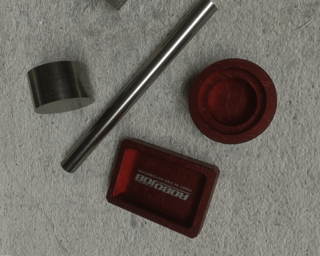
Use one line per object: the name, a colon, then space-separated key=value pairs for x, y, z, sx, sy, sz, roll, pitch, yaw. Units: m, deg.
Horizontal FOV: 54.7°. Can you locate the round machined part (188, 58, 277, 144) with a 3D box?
round machined part: x=0.087 y=-0.030 z=0.369 sx=0.098 sy=0.042 sz=0.097 roll=0 pitch=90 yaw=19

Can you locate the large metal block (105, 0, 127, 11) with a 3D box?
large metal block: x=-0.066 y=-0.223 z=0.418 sx=0.080 sy=0.050 sz=0.080 roll=-46 pitch=76 yaw=14

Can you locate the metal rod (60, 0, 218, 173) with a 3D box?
metal rod: x=-0.036 y=-0.049 z=0.420 sx=0.025 sy=0.025 sz=0.299 roll=46 pitch=104 yaw=14

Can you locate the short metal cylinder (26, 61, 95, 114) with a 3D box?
short metal cylinder: x=-0.136 y=-0.054 z=0.426 sx=0.080 sy=0.080 sz=0.050 roll=-16 pitch=85 yaw=19

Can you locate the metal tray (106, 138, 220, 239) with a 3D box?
metal tray: x=0.002 y=0.074 z=0.404 sx=0.130 sy=0.030 sz=0.089 roll=18 pitch=96 yaw=18
